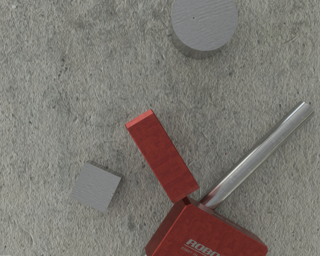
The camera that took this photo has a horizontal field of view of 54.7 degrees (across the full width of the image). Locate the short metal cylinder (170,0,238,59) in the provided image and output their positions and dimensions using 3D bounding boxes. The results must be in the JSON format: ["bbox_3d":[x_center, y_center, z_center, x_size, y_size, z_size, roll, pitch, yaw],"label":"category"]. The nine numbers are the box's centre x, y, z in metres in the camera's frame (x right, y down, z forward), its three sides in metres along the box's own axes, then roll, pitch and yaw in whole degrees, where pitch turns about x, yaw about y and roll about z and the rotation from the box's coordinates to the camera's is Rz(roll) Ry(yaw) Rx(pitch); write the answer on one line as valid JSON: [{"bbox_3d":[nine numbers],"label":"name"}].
[{"bbox_3d":[0.054,-0.133,0.398,0.081,0.050,0.079,0,90,-1],"label":"short metal cylinder"}]

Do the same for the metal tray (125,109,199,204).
[{"bbox_3d":[0.000,0.028,0.357,0.030,0.130,0.090,-32,90,-2],"label":"metal tray"}]

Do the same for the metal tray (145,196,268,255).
[{"bbox_3d":[0.059,0.154,0.391,0.130,0.030,0.090,32,93,-15],"label":"metal tray"}]

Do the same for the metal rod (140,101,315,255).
[{"bbox_3d":[0.087,0.077,0.411,0.300,0.025,0.025,-44,91,-1],"label":"metal rod"}]

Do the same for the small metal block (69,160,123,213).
[{"bbox_3d":[-0.083,0.076,0.409,0.050,0.025,0.050,25,90,-1],"label":"small metal block"}]
